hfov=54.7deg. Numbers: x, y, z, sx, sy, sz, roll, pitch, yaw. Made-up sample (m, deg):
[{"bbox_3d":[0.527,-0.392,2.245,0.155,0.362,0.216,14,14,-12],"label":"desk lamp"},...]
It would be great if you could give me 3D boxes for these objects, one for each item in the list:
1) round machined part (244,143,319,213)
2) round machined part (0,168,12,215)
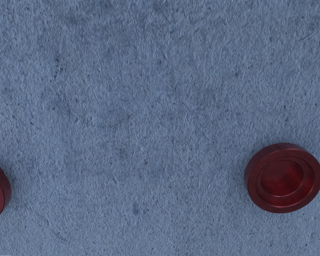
[{"bbox_3d":[0.164,0.064,0.426,0.099,0.042,0.097,0,110,0],"label":"round machined part"},{"bbox_3d":[-0.255,0.082,0.428,0.099,0.042,0.097,0,110,0],"label":"round machined part"}]
